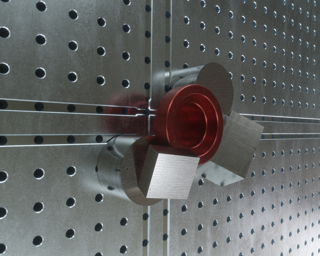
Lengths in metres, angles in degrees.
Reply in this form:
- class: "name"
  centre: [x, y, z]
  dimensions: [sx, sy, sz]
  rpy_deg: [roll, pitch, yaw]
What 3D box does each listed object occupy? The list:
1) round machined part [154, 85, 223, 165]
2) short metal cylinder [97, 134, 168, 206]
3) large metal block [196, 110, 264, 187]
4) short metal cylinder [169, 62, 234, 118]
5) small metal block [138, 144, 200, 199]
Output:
- class: "round machined part"
  centre: [0.031, -0.003, 0.386]
  dimensions: [0.099, 0.042, 0.097]
  rpy_deg: [0, 90, -40]
- class: "short metal cylinder"
  centre: [-0.027, 0.048, 0.370]
  dimensions: [0.081, 0.050, 0.079]
  rpy_deg: [0, 90, -40]
- class: "large metal block"
  centre: [0.096, 0.032, 0.445]
  dimensions: [0.050, 0.080, 0.080]
  rpy_deg: [28, 69, -1]
- class: "short metal cylinder"
  centre: [0.060, -0.050, 0.443]
  dimensions: [0.081, 0.050, 0.079]
  rpy_deg: [0, 90, -40]
- class: "small metal block"
  centre: [0.009, 0.048, 0.335]
  dimensions: [0.050, 0.025, 0.050]
  rpy_deg: [9, 104, -28]
